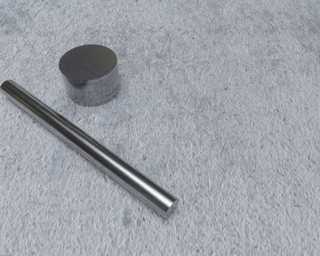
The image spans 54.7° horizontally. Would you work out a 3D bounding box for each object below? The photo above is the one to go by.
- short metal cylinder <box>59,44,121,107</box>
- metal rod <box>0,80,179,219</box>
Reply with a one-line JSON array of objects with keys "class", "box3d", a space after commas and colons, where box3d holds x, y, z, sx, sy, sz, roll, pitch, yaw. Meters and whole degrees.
[{"class": "short metal cylinder", "box3d": [-0.100, -0.077, 0.451, 0.081, 0.050, 0.080, 0, 50, 0]}, {"class": "metal rod", "box3d": [-0.104, 0.014, 0.390, 0.300, 0.025, 0.025, 32, 57, 24]}]
